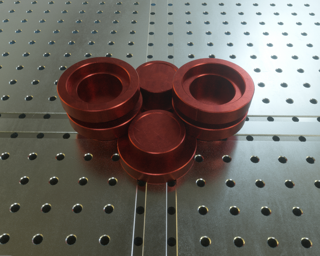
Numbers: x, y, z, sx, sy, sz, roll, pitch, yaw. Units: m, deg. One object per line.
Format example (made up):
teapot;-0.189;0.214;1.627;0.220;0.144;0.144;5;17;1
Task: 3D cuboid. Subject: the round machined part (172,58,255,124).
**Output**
round machined part;0.064;-0.041;0.389;0.099;0.042;0.098;0;50;0

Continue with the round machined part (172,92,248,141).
round machined part;0.065;-0.022;0.414;0.099;0.042;0.098;0;50;0

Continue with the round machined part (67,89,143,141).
round machined part;-0.072;-0.022;0.414;0.099;0.042;0.098;0;50;0

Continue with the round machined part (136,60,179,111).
round machined part;-0.003;-0.060;0.447;0.099;0.042;0.098;0;50;0

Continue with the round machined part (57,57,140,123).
round machined part;-0.074;-0.043;0.390;0.099;0.042;0.098;0;50;0

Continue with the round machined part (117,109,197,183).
round machined part;-0.004;0.015;0.383;0.099;0.042;0.098;0;50;0
